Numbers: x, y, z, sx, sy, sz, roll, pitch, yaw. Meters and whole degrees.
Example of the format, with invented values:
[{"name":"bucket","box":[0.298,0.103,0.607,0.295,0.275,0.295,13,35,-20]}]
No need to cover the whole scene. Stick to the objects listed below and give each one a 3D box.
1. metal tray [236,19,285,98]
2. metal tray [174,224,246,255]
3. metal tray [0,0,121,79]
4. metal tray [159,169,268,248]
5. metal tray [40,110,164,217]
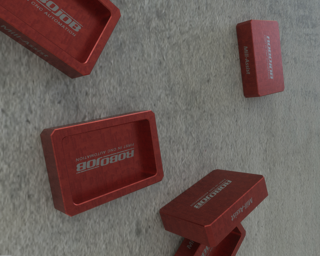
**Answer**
[{"name":"metal tray","box":[0.183,-0.125,0.558,0.091,0.030,0.129,-15,99,-39]},{"name":"metal tray","box":[0.074,0.182,0.462,0.130,0.030,0.090,-51,124,-28]},{"name":"metal tray","box":[-0.111,-0.122,0.308,0.130,0.030,0.090,35,68,-35]},{"name":"metal tray","box":[0.076,0.103,0.428,0.131,0.090,0.030,-27,107,-37]},{"name":"metal tray","box":[-0.059,0.033,0.353,0.131,0.030,0.089,-14,99,-39]}]
